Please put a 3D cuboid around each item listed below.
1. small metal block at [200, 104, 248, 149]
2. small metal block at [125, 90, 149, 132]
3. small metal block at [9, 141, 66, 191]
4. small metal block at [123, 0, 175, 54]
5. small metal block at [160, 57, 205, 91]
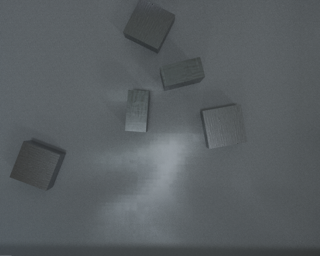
[{"bbox_3d":[0.084,-0.002,0.412,0.050,0.025,0.050,-10,90,0],"label":"small metal block"},{"bbox_3d":[-0.028,-0.021,0.399,0.025,0.050,0.050,4,90,0],"label":"small metal block"},{"bbox_3d":[-0.161,0.049,0.410,0.050,0.025,0.050,21,90,0],"label":"small metal block"},{"bbox_3d":[-0.014,-0.135,0.411,0.050,0.025,0.050,27,90,0],"label":"small metal block"},{"bbox_3d":[0.027,-0.068,0.399,0.050,0.050,0.025,-14,90,0],"label":"small metal block"}]
